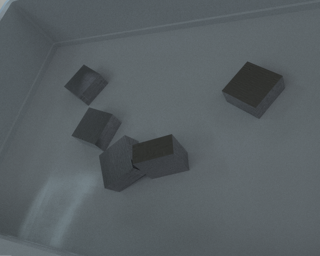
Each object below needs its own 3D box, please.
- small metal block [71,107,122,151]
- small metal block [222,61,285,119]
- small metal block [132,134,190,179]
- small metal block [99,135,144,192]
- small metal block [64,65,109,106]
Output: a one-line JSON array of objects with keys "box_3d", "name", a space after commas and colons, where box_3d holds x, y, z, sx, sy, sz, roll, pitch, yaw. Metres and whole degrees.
[{"box_3d": [-0.093, 0.002, 0.454, 0.050, 0.025, 0.050, 16, 70, 34], "name": "small metal block"}, {"box_3d": [0.113, -0.047, 0.375, 0.050, 0.025, 0.050, -49, 51, -6], "name": "small metal block"}, {"box_3d": [0.002, 0.035, 0.367, 0.050, 0.050, 0.025, -16, 56, 19], "name": "small metal block"}, {"box_3d": [-0.048, 0.046, 0.395, 0.050, 0.025, 0.050, -37, 49, 23], "name": "small metal block"}, {"box_3d": [-0.123, -0.072, 0.515, 0.050, 0.025, 0.050, 33, 80, 38], "name": "small metal block"}]
